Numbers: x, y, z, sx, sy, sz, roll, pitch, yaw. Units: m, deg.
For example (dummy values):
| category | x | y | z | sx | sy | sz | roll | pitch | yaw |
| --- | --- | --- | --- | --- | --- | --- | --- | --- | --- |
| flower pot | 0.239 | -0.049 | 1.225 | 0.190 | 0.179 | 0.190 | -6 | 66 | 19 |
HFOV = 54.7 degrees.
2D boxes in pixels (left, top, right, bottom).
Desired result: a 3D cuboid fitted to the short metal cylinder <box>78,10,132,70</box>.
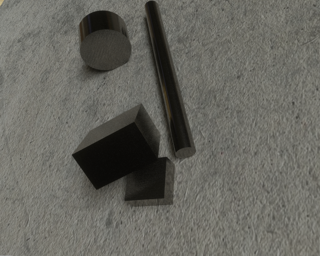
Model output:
| category | x | y | z | sx | sy | sz | roll | pitch | yaw |
| --- | --- | --- | --- | --- | --- | --- | --- | --- | --- |
| short metal cylinder | -0.090 | -0.141 | 0.502 | 0.080 | 0.080 | 0.050 | -24 | 53 | 13 |

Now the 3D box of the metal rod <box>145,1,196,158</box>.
| category | x | y | z | sx | sy | sz | roll | pitch | yaw |
| --- | --- | --- | --- | --- | --- | --- | --- | --- | --- |
| metal rod | 0.008 | -0.091 | 0.455 | 0.025 | 0.025 | 0.299 | -22 | 54 | 15 |

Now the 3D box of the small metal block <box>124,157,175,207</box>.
| category | x | y | z | sx | sy | sz | roll | pitch | yaw |
| --- | --- | --- | --- | --- | --- | --- | --- | --- | --- |
| small metal block | -0.011 | 0.065 | 0.370 | 0.050 | 0.025 | 0.050 | -9 | 58 | 23 |

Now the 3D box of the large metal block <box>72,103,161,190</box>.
| category | x | y | z | sx | sy | sz | roll | pitch | yaw |
| --- | --- | --- | --- | --- | --- | --- | --- | --- | --- |
| large metal block | -0.048 | 0.019 | 0.377 | 0.080 | 0.050 | 0.080 | -27 | 16 | 11 |
